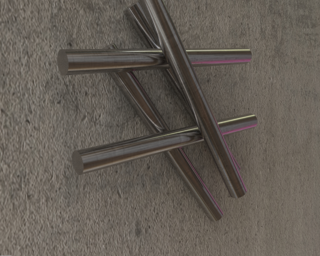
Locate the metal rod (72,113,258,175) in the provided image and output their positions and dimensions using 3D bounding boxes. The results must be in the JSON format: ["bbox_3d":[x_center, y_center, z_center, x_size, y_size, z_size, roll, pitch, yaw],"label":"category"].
[{"bbox_3d":[0.032,0.012,0.403,0.302,0.025,0.025,-11,98,-40],"label":"metal rod"}]

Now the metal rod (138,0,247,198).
[{"bbox_3d":[0.046,-0.032,0.382,0.025,0.025,0.299,-42,116,-32],"label":"metal rod"}]

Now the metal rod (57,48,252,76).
[{"bbox_3d":[0.020,-0.088,0.393,0.302,0.025,0.025,-13,98,-40],"label":"metal rod"}]

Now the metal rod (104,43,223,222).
[{"bbox_3d":[0.012,0.022,0.418,0.025,0.025,0.299,-49,119,-29],"label":"metal rod"}]

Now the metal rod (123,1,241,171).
[{"bbox_3d":[0.043,-0.040,0.444,0.025,0.025,0.299,-51,120,-28],"label":"metal rod"}]
